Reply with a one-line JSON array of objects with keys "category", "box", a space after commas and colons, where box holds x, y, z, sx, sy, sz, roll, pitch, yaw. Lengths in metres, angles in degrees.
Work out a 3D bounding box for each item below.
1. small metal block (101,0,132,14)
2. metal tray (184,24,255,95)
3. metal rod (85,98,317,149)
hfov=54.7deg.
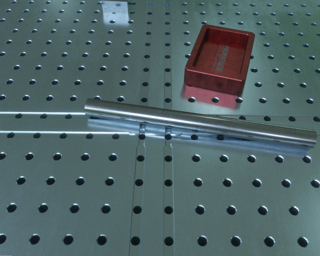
[{"category": "small metal block", "box": [-0.086, -0.255, 0.621, 0.050, 0.025, 0.050, 4, 50, 3]}, {"category": "metal tray", "box": [0.099, -0.115, 0.501, 0.090, 0.030, 0.130, 14, 51, 11]}, {"category": "metal rod", "box": [0.048, -0.007, 0.414, 0.302, 0.025, 0.025, 8, 51, 6]}]
